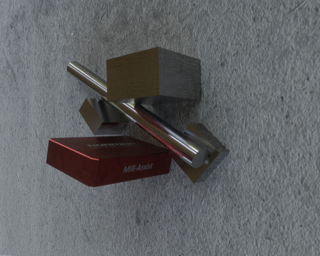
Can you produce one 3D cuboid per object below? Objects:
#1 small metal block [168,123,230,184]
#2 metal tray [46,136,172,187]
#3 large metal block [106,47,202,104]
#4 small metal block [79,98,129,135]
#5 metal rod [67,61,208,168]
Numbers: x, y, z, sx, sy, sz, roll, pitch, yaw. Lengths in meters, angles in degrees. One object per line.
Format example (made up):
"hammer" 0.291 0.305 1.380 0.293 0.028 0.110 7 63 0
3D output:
"small metal block" 0.046 0.029 0.368 0.050 0.025 0.050 49 119 28
"metal tray" -0.058 0.036 0.384 0.090 0.131 0.030 16 100 39
"large metal block" -0.006 -0.057 0.372 0.080 0.081 0.050 -2 89 39
"small metal block" -0.082 -0.017 0.455 0.050 0.050 0.025 52 120 27
"metal rod" -0.051 -0.034 0.429 0.300 0.025 0.025 35 112 39
